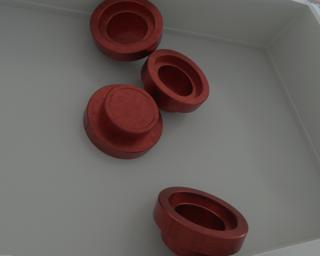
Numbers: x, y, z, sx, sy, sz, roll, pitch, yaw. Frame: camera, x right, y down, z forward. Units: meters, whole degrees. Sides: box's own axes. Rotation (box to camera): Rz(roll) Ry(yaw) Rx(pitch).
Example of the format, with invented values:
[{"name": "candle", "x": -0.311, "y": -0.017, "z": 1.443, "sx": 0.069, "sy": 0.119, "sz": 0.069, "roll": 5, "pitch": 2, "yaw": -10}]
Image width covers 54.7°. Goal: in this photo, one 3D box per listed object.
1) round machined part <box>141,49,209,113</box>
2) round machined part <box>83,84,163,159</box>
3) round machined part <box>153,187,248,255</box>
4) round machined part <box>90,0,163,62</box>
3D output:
[{"name": "round machined part", "x": 0.017, "y": -0.061, "z": 0.436, "sx": 0.099, "sy": 0.042, "sz": 0.098, "roll": 18, "pitch": 49, "yaw": -22}, {"name": "round machined part", "x": -0.041, "y": -0.014, "z": 0.381, "sx": 0.099, "sy": 0.042, "sz": 0.098, "roll": 13, "pitch": 56, "yaw": -21}, {"name": "round machined part", "x": 0.039, "y": 0.105, "z": 0.330, "sx": 0.099, "sy": 0.042, "sz": 0.098, "roll": 16, "pitch": 12, "yaw": -3}, {"name": "round machined part", "x": -0.046, "y": -0.135, "z": 0.437, "sx": 0.099, "sy": 0.042, "sz": 0.098, "roll": 1, "pitch": 69, "yaw": -2}]
